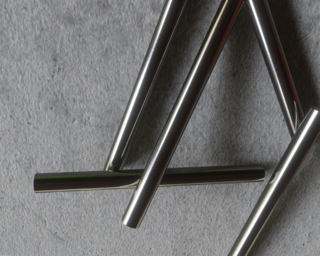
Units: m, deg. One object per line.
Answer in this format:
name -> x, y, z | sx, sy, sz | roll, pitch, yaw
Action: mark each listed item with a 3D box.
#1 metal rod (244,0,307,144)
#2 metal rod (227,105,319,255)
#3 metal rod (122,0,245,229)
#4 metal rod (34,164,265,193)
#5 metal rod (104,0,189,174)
metal rod -> 0.131, -0.106, 0.372 | 0.025, 0.025, 0.299 | -24, 109, 8
metal rod -> 0.150, 0.106, 0.435 | 0.025, 0.025, 0.298 | 16, 115, -6
metal rod -> 0.024, -0.014, 0.375 | 0.025, 0.025, 0.298 | 23, 97, -9
metal rod -> -0.007, 0.067, 0.414 | 0.302, 0.025, 0.025 | -1, 110, -8
metal rod -> -0.012, -0.070, 0.383 | 0.025, 0.025, 0.298 | 20, 109, -8
